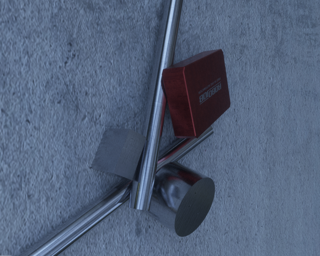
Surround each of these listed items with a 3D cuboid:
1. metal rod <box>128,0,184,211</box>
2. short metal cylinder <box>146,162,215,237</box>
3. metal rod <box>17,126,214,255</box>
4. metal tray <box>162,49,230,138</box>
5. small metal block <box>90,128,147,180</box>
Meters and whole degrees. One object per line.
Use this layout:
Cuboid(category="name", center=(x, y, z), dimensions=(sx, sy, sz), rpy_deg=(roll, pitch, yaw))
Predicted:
Cuboid(category="metal rod", center=(0.000, -0.051, 0.387), dimensions=(0.025, 0.025, 0.299), rpy_deg=(21, 71, -38))
Cuboid(category="short metal cylinder", center=(0.026, 0.090, 0.397), dimensions=(0.081, 0.050, 0.079), rpy_deg=(-26, 127, -40))
Cuboid(category="metal rod", center=(-0.033, 0.069, 0.378), dimensions=(0.302, 0.025, 0.025), rpy_deg=(-33, 111, -35))
Cuboid(category="metal tray", center=(0.055, -0.051, 0.422), dimensions=(0.131, 0.030, 0.089), rpy_deg=(-36, 119, -51))
Cuboid(category="small metal block", center=(-0.047, 0.028, 0.350), dimensions=(0.025, 0.050, 0.050), rpy_deg=(30, 72, -37))
